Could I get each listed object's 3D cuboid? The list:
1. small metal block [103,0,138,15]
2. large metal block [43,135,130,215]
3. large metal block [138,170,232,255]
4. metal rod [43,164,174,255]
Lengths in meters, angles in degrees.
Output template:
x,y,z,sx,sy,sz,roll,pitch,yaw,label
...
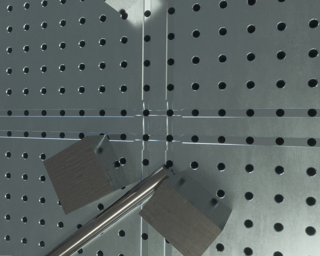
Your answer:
x,y,z,sx,sy,sz,roll,pitch,yaw,label
-0.051,-0.187,0.417,0.050,0.050,0.025,-38,78,16,small metal block
-0.103,0.064,0.436,0.080,0.050,0.080,-29,81,17,large metal block
0.034,0.101,0.371,0.080,0.080,0.050,39,103,15,large metal block
-0.101,0.149,0.447,0.300,0.025,0.025,-39,78,15,metal rod
